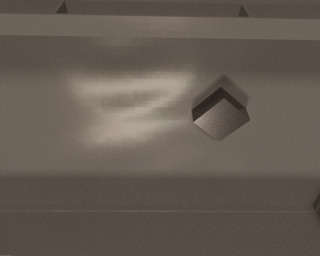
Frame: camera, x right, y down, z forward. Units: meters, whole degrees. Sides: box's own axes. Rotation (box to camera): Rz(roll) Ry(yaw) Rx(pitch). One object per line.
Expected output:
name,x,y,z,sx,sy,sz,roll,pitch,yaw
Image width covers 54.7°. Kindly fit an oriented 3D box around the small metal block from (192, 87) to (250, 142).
small metal block,0.077,-0.016,0.396,0.050,0.025,0.050,35,122,-26
